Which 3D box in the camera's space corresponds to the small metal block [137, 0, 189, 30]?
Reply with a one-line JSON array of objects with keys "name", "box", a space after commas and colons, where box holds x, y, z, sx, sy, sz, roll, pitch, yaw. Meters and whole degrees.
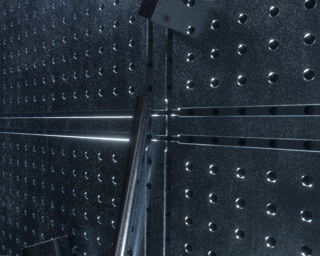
[{"name": "small metal block", "box": [0.006, -0.156, 0.388, 0.025, 0.050, 0.050, 38, 113, 33]}]

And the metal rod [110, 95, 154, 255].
[{"name": "metal rod", "box": [-0.046, 0.102, 0.447, 0.025, 0.025, 0.298, 16, 100, 39]}]

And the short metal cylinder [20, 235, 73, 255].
[{"name": "short metal cylinder", "box": [-0.193, 0.221, 0.534, 0.080, 0.081, 0.050, -26, 74, 37]}]
